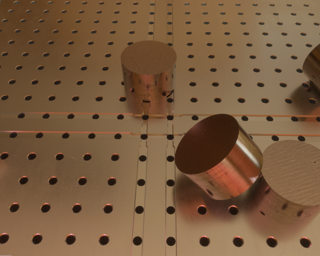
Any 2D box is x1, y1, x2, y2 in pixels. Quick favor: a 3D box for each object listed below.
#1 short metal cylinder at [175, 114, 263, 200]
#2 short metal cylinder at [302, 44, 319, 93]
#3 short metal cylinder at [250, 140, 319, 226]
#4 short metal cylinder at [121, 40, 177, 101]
[{"bbox_3d":[0.064,0.031,0.340,0.080,0.050,0.080,-32,31,22],"label":"short metal cylinder"},{"bbox_3d":[0.257,-0.087,0.446,0.081,0.080,0.050,-12,51,-10],"label":"short metal cylinder"},{"bbox_3d":[0.146,0.060,0.342,0.081,0.050,0.080,0,50,0],"label":"short metal cylinder"},{"bbox_3d":[-0.016,-0.087,0.464,0.081,0.050,0.080,0,50,0],"label":"short metal cylinder"}]
